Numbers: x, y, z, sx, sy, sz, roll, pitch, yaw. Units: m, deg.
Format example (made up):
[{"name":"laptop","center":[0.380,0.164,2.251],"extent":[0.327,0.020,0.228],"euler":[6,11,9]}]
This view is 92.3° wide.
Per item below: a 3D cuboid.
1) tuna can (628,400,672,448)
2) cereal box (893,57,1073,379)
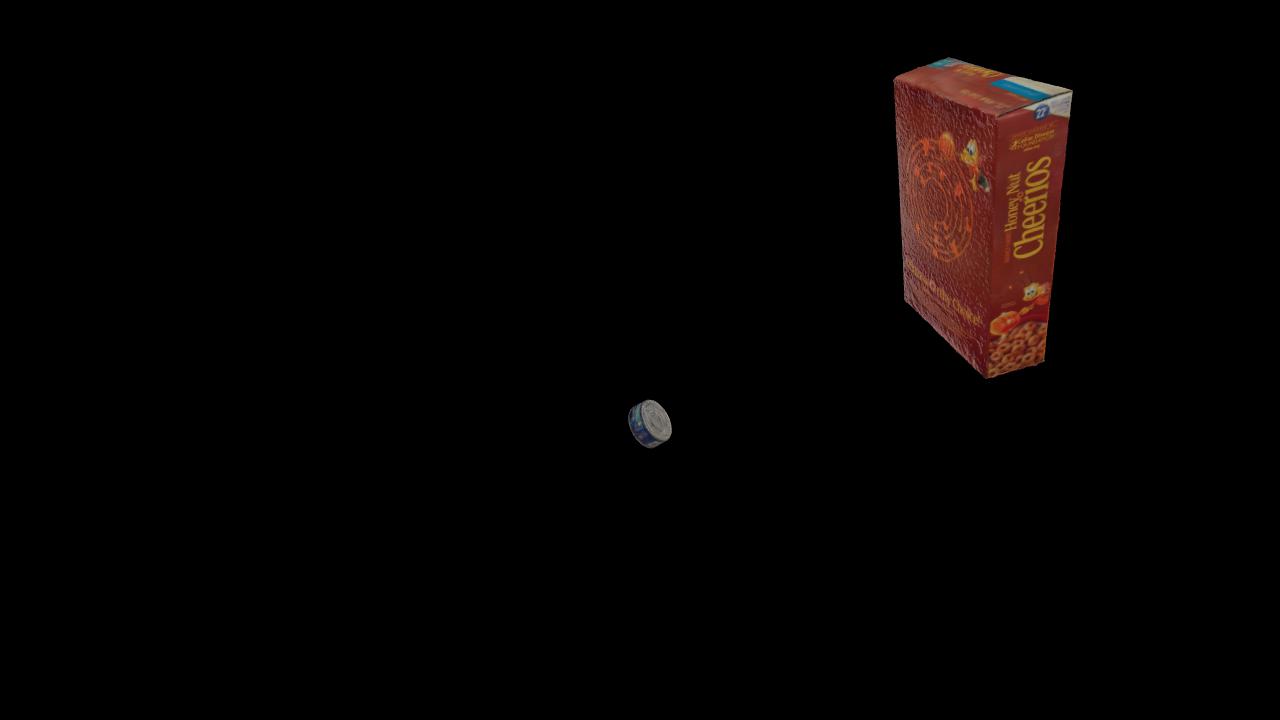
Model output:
[{"name":"tuna can","center":[0.019,0.115,1.113],"extent":[0.034,0.084,0.084],"euler":[-32,-19,33]},{"name":"cereal box","center":[0.370,-0.159,0.691],"extent":[0.081,0.306,0.203],"euler":[-17,33,3]}]
